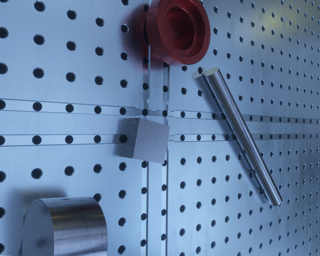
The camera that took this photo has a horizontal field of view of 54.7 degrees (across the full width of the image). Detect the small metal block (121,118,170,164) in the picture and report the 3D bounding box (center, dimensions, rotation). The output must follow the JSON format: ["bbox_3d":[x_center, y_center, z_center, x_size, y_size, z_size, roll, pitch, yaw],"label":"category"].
[{"bbox_3d":[-0.018,0.017,0.396,0.050,0.025,0.050,16,80,-39],"label":"small metal block"}]

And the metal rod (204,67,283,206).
[{"bbox_3d":[0.152,0.027,0.540,0.025,0.025,0.299,-48,119,-30],"label":"metal rod"}]

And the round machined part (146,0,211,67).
[{"bbox_3d":[0.020,-0.131,0.417,0.099,0.042,0.097,0,90,-40],"label":"round machined part"}]

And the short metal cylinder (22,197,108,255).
[{"bbox_3d":[-0.093,0.107,0.297,0.050,0.080,0.080,8,85,-40],"label":"short metal cylinder"}]
